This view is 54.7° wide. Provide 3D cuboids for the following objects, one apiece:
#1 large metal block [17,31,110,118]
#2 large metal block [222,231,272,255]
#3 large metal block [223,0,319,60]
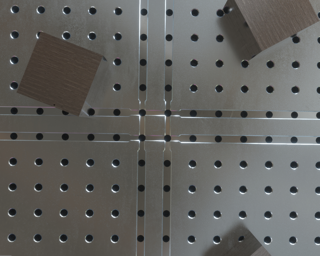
[{"bbox_3d":[-0.121,-0.066,0.399,0.080,0.050,0.080,21,90,-1],"label":"large metal block"},{"bbox_3d":[0.121,0.199,0.403,0.080,0.050,0.080,-41,91,0],"label":"large metal block"},{"bbox_3d":[0.141,-0.148,0.403,0.080,0.050,0.080,-28,90,0],"label":"large metal block"}]
